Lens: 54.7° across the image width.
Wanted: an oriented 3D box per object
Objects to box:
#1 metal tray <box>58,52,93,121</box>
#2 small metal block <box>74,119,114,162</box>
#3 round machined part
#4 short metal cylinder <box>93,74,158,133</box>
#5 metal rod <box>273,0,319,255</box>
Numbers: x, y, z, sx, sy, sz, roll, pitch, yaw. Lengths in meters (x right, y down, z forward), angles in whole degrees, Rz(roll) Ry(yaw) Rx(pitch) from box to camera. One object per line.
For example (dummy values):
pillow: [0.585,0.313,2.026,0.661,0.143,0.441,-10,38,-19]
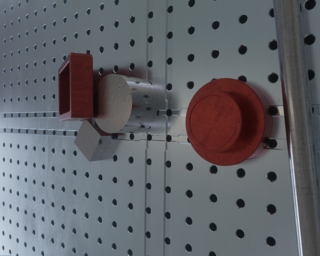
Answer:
metal tray: [-0.134,-0.058,0.482,0.130,0.030,0.089,178,92,-65]
small metal block: [-0.107,0.018,0.498,0.050,0.025,0.050,43,116,31]
round machined part: [0.068,-0.006,0.342,0.098,0.042,0.097,0,90,40]
short metal cylinder: [-0.050,-0.033,0.434,0.080,0.050,0.079,0,90,40]
metal rod: [0.134,-0.006,0.298,0.025,0.025,0.298,-7,85,40]
